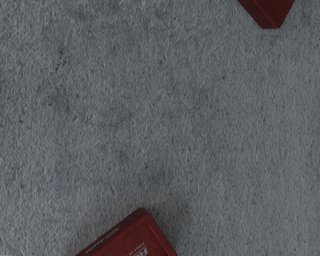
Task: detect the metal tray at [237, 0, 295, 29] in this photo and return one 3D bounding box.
[{"bbox_3d":[0.168,-0.222,0.445,0.090,0.030,0.130,30,87,-36],"label":"metal tray"}]

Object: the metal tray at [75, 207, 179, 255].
[{"bbox_3d":[-0.048,0.176,0.388,0.131,0.030,0.090,-34,101,-17],"label":"metal tray"}]
